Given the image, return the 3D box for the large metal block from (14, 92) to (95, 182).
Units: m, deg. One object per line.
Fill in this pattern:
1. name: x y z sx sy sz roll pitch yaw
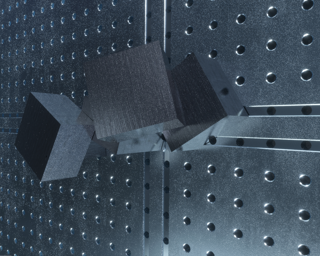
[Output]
1. large metal block: -0.136 0.009 0.397 0.080 0.050 0.079 38 113 33

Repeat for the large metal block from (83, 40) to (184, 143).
1. large metal block: -0.026 -0.034 0.323 0.080 0.050 0.080 -14 80 9

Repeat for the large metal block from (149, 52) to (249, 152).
1. large metal block: 0.040 -0.027 0.358 0.080 0.050 0.080 -37 68 33

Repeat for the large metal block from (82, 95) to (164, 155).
1. large metal block: -0.048 -0.006 0.410 0.080 0.081 0.050 24 105 37

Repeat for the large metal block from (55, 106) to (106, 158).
1. large metal block: -0.134 0.009 0.481 0.050 0.081 0.080 -8 85 39
